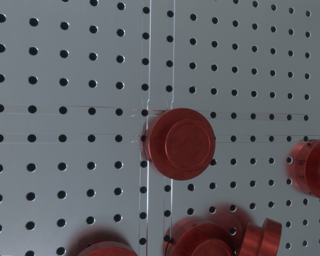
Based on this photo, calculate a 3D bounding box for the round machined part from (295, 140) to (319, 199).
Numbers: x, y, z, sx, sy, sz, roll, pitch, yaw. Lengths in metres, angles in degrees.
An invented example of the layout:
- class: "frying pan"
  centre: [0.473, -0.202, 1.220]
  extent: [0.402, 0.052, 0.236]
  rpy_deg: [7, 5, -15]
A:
- class: "round machined part"
  centre: [0.274, 0.068, 0.504]
  extent: [0.099, 0.042, 0.097]
  rpy_deg: [0, 90, -20]

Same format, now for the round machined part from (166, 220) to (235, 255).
- class: "round machined part"
  centre: [0.062, 0.181, 0.426]
  extent: [0.099, 0.042, 0.097]
  rpy_deg: [0, 90, -20]

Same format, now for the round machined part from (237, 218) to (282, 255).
- class: "round machined part"
  centre: [0.134, 0.172, 0.433]
  extent: [0.042, 0.098, 0.098]
  rpy_deg: [19, 82, 19]

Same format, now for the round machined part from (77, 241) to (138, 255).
- class: "round machined part"
  centre: [-0.068, 0.187, 0.379]
  extent: [0.099, 0.042, 0.097]
  rpy_deg: [0, 90, -20]

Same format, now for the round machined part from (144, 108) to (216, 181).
- class: "round machined part"
  centre: [0.032, 0.022, 0.415]
  extent: [0.099, 0.042, 0.097]
  rpy_deg: [0, 90, -20]
